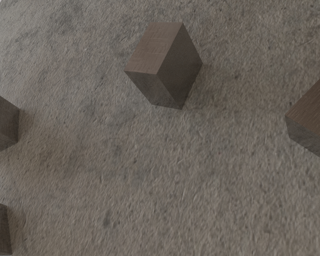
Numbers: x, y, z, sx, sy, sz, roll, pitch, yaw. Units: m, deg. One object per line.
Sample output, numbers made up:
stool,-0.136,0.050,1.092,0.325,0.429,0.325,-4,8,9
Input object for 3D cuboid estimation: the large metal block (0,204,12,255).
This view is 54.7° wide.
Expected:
large metal block,-0.259,0.155,0.426,0.080,0.050,0.080,-35,52,5

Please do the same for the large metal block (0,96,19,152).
large metal block,-0.298,0.000,0.541,0.080,0.050,0.080,-26,53,12

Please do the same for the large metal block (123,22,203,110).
large metal block,0.008,-0.082,0.413,0.050,0.080,0.080,13,68,33

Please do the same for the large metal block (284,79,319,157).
large metal block,0.183,-0.008,0.297,0.080,0.050,0.080,-45,51,-3
